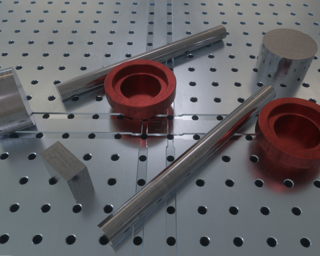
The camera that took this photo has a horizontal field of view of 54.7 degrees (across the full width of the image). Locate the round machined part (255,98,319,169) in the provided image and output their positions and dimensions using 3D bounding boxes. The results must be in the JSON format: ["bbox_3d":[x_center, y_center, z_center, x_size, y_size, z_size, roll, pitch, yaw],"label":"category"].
[{"bbox_3d":[0.169,0.010,0.389,0.099,0.042,0.098,0,50,0],"label":"round machined part"}]

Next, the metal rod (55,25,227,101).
[{"bbox_3d":[-0.018,-0.111,0.500,0.302,0.025,0.025,-25,55,-20],"label":"metal rod"}]

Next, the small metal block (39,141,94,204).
[{"bbox_3d":[-0.104,0.050,0.348,0.050,0.050,0.025,35,59,26],"label":"small metal block"}]

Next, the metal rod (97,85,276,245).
[{"bbox_3d":[0.051,0.028,0.383,0.302,0.025,0.025,-37,59,-27],"label":"metal rod"}]

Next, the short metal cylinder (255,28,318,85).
[{"bbox_3d":[0.196,-0.113,0.487,0.080,0.050,0.080,0,50,0],"label":"short metal cylinder"}]

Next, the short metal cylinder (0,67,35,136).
[{"bbox_3d":[-0.201,-0.033,0.398,0.050,0.080,0.080,-20,53,-16],"label":"short metal cylinder"}]

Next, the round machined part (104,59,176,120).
[{"bbox_3d":[-0.027,-0.050,0.439,0.099,0.042,0.098,0,50,0],"label":"round machined part"}]
